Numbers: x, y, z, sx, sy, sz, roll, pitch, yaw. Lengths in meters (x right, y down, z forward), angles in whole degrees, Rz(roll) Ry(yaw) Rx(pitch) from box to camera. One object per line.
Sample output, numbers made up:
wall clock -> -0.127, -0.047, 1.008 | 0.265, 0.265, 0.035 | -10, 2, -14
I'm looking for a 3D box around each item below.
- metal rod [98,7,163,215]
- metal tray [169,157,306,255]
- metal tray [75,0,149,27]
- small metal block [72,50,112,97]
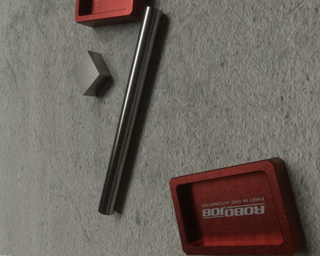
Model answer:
metal rod -> -0.045, -0.015, 0.439 | 0.025, 0.025, 0.298 | 24, 105, 37
metal tray -> 0.076, 0.088, 0.337 | 0.130, 0.030, 0.090 | -19, 78, 38
metal tray -> -0.072, -0.203, 0.458 | 0.130, 0.030, 0.089 | 10, 96, 39
small metal block -> -0.109, -0.086, 0.492 | 0.050, 0.025, 0.050 | -43, 64, 31
